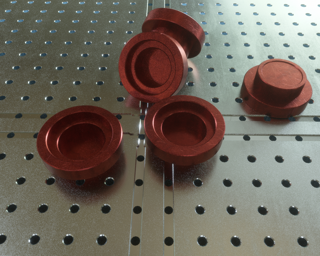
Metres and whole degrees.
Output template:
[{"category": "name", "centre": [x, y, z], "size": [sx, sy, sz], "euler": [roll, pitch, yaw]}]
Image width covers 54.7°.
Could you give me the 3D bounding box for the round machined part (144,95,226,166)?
[{"category": "round machined part", "centre": [0.030, 0.007, 0.391], "size": [0.099, 0.042, 0.098], "euler": [0, 50, 0]}]

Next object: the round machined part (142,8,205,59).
[{"category": "round machined part", "centre": [0.017, -0.135, 0.479], "size": [0.098, 0.098, 0.042], "euler": [18, 75, 14]}]

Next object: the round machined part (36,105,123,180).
[{"category": "round machined part", "centre": [-0.094, 0.021, 0.377], "size": [0.099, 0.042, 0.098], "euler": [0, 50, 0]}]

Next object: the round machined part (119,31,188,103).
[{"category": "round machined part", "centre": [-0.006, -0.087, 0.445], "size": [0.098, 0.097, 0.042], "euler": [22, 19, 17]}]

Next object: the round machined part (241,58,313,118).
[{"category": "round machined part", "centre": [0.173, -0.064, 0.453], "size": [0.099, 0.042, 0.098], "euler": [0, 50, 0]}]
